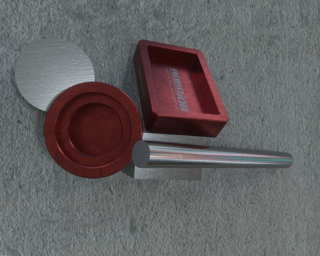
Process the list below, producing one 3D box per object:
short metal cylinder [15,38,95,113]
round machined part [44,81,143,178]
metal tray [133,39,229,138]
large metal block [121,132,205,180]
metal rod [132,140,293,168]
[{"bbox_3d":[-0.119,-0.056,0.353,0.081,0.050,0.079,0,90,-21],"label":"short metal cylinder"},{"bbox_3d":[-0.067,0.002,0.330,0.099,0.042,0.097,0,89,0],"label":"round machined part"},{"bbox_3d":[0.021,-0.050,0.376,0.091,0.030,0.130,5,49,-20],"label":"metal tray"},{"bbox_3d":[-0.002,0.032,0.381,0.081,0.080,0.050,5,89,-20],"label":"large metal block"},{"bbox_3d":[0.090,0.037,0.382,0.302,0.025,0.025,7,88,-44],"label":"metal rod"}]
